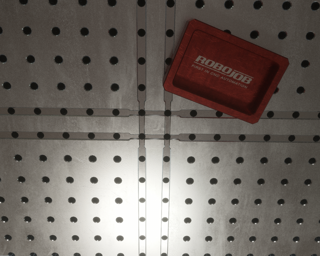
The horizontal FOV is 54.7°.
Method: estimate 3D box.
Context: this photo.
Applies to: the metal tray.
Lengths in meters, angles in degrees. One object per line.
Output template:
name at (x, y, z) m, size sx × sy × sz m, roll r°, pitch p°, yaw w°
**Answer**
metal tray at (0.079, -0.069, 0.386) m, size 0.131 × 0.030 × 0.089 m, roll 20°, pitch 109°, yaw -8°
